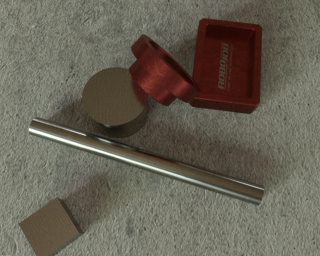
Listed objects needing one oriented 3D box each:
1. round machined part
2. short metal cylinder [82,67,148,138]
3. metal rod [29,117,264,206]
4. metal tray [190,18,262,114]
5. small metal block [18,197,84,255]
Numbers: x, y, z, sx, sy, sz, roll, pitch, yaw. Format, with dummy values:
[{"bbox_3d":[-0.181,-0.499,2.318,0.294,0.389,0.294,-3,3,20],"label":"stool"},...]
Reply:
[{"bbox_3d":[0.001,-0.065,0.380,0.042,0.098,0.098,-45,74,16],"label":"round machined part"},{"bbox_3d":[-0.056,-0.032,0.406,0.081,0.050,0.080,0,70,0],"label":"short metal cylinder"},{"bbox_3d":[-0.021,0.040,0.393,0.301,0.025,0.025,17,71,6],"label":"metal rod"},{"bbox_3d":[0.094,-0.089,0.438,0.091,0.030,0.130,8,70,2],"label":"metal tray"},{"bbox_3d":[-0.127,0.119,0.364,0.050,0.025,0.050,-35,74,-12],"label":"small metal block"}]
